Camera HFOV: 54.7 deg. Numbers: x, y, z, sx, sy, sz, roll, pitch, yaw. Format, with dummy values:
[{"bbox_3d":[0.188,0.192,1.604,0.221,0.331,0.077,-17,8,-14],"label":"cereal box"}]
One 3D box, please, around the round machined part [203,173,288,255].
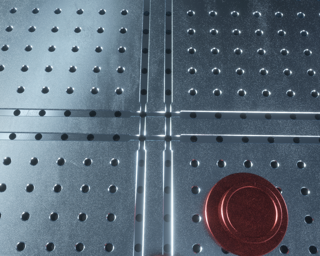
[{"bbox_3d":[0.103,0.101,0.367,0.099,0.042,0.098,0,70,-1],"label":"round machined part"}]
